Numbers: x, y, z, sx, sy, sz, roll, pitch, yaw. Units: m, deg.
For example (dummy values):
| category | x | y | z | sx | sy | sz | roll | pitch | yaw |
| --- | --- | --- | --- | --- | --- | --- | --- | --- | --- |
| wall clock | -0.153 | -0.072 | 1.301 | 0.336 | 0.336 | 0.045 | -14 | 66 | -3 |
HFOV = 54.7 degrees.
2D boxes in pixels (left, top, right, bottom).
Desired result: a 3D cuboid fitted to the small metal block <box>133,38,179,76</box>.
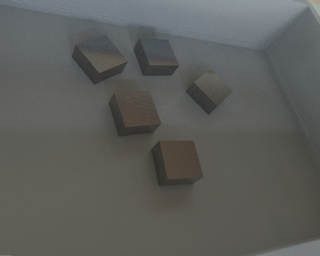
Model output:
| category | x | y | z | sx | sy | sz | roll | pitch | yaw |
| --- | --- | --- | --- | --- | --- | --- | --- | --- | --- |
| small metal block | -0.006 | -0.107 | 0.467 | 0.050 | 0.025 | 0.050 | -6 | 65 | -31 |

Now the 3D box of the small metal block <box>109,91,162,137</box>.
| category | x | y | z | sx | sy | sz | roll | pitch | yaw |
| --- | --- | --- | --- | --- | --- | --- | --- | --- | --- |
| small metal block | -0.033 | -0.019 | 0.400 | 0.050 | 0.025 | 0.050 | -6 | 65 | -31 |

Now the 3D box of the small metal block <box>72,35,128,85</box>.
| category | x | y | z | sx | sy | sz | roll | pitch | yaw |
| --- | --- | --- | --- | --- | --- | --- | --- | --- | --- |
| small metal block | -0.081 | -0.093 | 0.419 | 0.050 | 0.025 | 0.050 | -34 | 81 | -38 |

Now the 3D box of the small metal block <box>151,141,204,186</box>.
| category | x | y | z | sx | sy | sz | roll | pitch | yaw |
| --- | --- | --- | --- | --- | --- | --- | --- | --- | --- |
| small metal block | 0.021 | 0.044 | 0.390 | 0.050 | 0.025 | 0.050 | 1 | 61 | -28 |

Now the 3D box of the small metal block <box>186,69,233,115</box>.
| category | x | y | z | sx | sy | sz | roll | pitch | yaw |
| --- | --- | --- | --- | --- | --- | --- | --- | --- | --- |
| small metal block | 0.077 | -0.057 | 0.481 | 0.050 | 0.025 | 0.050 | 46 | 51 | 4 |
